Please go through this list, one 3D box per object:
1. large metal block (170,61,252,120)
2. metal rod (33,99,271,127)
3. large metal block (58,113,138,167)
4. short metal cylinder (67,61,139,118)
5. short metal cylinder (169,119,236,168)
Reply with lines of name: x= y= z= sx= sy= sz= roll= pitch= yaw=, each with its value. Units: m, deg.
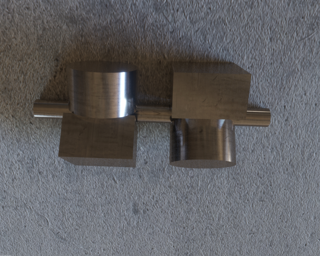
large metal block: x=0.054 y=-0.047 z=0.364 sx=0.081 sy=0.080 sz=0.050 roll=1 pitch=110 yaw=-1
metal rod: x=-0.009 y=-0.019 z=0.406 sx=0.302 sy=0.025 sz=0.025 roll=2 pitch=110 yaw=-1
large metal block: x=-0.070 y=0.018 z=0.381 sx=0.081 sy=0.080 sz=0.050 roll=2 pitch=76 yaw=-2
short metal cylinder: x=-0.066 y=-0.048 z=0.363 sx=0.081 sy=0.080 sz=0.050 roll=3 pitch=110 yaw=-2
short metal cylinder: x=0.052 y=0.020 z=0.383 sx=0.081 sy=0.080 sz=0.050 roll=2 pitch=75 yaw=-1
